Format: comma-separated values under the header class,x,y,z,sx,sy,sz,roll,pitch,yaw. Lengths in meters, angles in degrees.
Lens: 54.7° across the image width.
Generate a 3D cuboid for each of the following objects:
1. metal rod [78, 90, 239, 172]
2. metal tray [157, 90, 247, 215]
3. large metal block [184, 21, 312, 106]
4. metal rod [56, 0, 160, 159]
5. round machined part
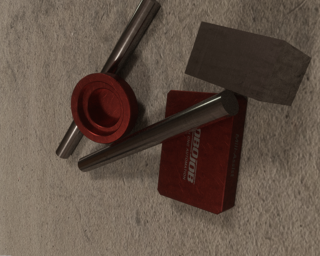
class,x,y,z,sx,sy,sz,roll,pitch,yaw
metal rod,-0.029,0.018,0.394,0.299,0.025,0.025,-24,75,47
metal tray,0.046,0.024,0.362,0.090,0.030,0.129,10,96,39
large metal block,0.085,-0.060,0.298,0.080,0.081,0.050,28,108,36
metal rod,-0.090,-0.063,0.476,0.025,0.025,0.298,51,120,27
round machined part,-0.074,-0.030,0.440,0.098,0.042,0.097,6,104,24
